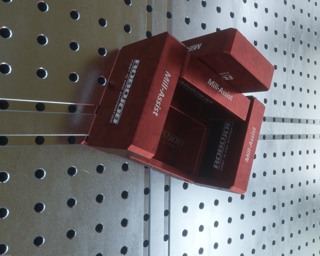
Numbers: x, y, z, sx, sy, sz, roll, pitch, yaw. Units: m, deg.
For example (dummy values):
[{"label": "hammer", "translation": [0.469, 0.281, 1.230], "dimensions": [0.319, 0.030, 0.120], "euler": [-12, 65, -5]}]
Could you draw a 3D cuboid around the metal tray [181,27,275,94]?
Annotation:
[{"label": "metal tray", "translation": [0.062, -0.075, 0.391], "dimensions": [0.090, 0.130, 0.030], "euler": [28, 73, -37]}]

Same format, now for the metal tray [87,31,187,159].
[{"label": "metal tray", "translation": [-0.027, -0.035, 0.343], "dimensions": [0.030, 0.090, 0.130], "euler": [28, 73, -37]}]

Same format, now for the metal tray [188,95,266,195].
[{"label": "metal tray", "translation": [0.090, 0.021, 0.440], "dimensions": [0.030, 0.090, 0.130], "euler": [28, 73, -37]}]

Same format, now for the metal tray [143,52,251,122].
[{"label": "metal tray", "translation": [0.043, -0.046, 0.401], "dimensions": [0.131, 0.090, 0.030], "euler": [27, 73, -37]}]

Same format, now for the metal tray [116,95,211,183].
[{"label": "metal tray", "translation": [0.007, 0.011, 0.410], "dimensions": [0.131, 0.030, 0.090], "euler": [28, 73, -37]}]
